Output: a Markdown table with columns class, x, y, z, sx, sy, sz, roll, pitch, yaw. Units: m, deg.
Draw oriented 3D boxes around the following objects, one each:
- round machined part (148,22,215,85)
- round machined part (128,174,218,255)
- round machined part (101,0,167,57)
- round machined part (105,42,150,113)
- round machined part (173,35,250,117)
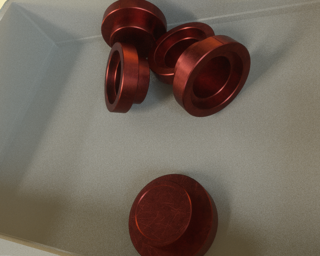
| class | x | y | z | sx | sy | sz | roll | pitch | yaw |
| --- | --- | --- | --- | --- | --- | --- | --- | --- | --- |
| round machined part | 0.036 | -0.098 | 0.432 | 0.098 | 0.042 | 0.098 | -16 | 50 | 21 |
| round machined part | 0.008 | 0.095 | 0.332 | 0.098 | 0.042 | 0.098 | -13 | 56 | 21 |
| round machined part | -0.039 | -0.140 | 0.466 | 0.098 | 0.098 | 0.042 | -12 | 57 | 22 |
| round machined part | -0.046 | -0.069 | 0.440 | 0.098 | 0.042 | 0.097 | -176 | 90 | -66 |
| round machined part | 0.056 | -0.065 | 0.369 | 0.098 | 0.098 | 0.042 | -42 | 51 | 0 |
